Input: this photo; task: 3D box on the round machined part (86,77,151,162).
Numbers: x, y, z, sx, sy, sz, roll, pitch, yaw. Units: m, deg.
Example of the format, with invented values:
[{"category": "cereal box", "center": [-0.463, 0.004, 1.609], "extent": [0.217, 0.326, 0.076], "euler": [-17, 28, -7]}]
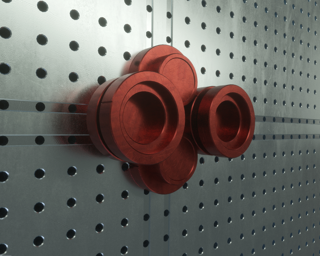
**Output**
[{"category": "round machined part", "center": [-0.041, -0.010, 0.362], "extent": [0.099, 0.042, 0.097], "euler": [0, 90, -40]}]

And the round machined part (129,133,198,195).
[{"category": "round machined part", "center": [0.011, 0.038, 0.405], "extent": [0.099, 0.042, 0.097], "euler": [0, 90, -40]}]

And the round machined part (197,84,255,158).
[{"category": "round machined part", "center": [0.084, -0.009, 0.425], "extent": [0.099, 0.042, 0.097], "euler": [0, 90, -40]}]

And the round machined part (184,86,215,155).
[{"category": "round machined part", "center": [0.064, -0.010, 0.449], "extent": [0.099, 0.042, 0.097], "euler": [0, 90, -40]}]

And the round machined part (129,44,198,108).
[{"category": "round machined part", "center": [0.011, -0.060, 0.406], "extent": [0.099, 0.042, 0.097], "euler": [0, 90, -40]}]

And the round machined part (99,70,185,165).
[{"category": "round machined part", "center": [-0.023, -0.011, 0.336], "extent": [0.099, 0.042, 0.097], "euler": [0, 90, -40]}]
